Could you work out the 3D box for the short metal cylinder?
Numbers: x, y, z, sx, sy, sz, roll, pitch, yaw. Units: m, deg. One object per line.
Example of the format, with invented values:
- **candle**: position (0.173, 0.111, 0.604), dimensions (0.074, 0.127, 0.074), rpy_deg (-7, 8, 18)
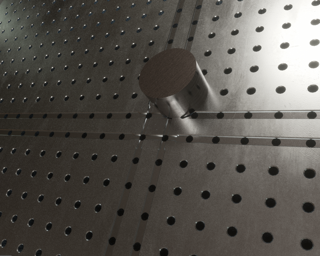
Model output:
- **short metal cylinder**: position (0.019, -0.060, 0.418), dimensions (0.080, 0.050, 0.080), rpy_deg (-13, 56, 20)
